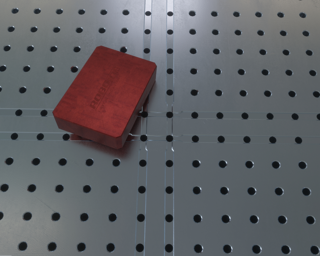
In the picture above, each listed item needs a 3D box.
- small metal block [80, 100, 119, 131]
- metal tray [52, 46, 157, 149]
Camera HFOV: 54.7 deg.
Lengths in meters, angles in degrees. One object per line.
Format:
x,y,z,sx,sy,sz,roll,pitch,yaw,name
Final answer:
-0.081,-0.016,0.417,0.050,0.025,0.050,8,70,2,small metal block
-0.068,-0.045,0.411,0.090,0.030,0.130,19,59,7,metal tray
